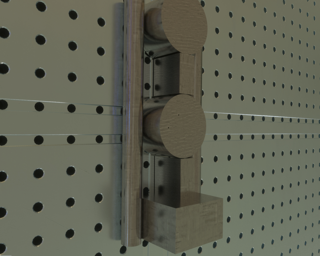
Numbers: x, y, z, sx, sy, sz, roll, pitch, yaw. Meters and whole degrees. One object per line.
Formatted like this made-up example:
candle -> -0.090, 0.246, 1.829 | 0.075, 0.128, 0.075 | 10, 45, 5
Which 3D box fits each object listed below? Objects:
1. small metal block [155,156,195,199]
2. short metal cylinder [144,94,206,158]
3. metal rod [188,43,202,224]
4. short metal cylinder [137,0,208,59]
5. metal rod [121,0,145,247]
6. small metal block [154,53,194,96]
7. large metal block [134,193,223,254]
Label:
small metal block -> 0.019, 0.063, 0.407 | 0.025, 0.050, 0.050 | 0, 90, -40
short metal cylinder -> 0.014, -0.002, 0.404 | 0.081, 0.050, 0.080 | 0, 90, -40
metal rod -> 0.048, -0.008, 0.448 | 0.025, 0.025, 0.298 | 1, 89, -40
short metal cylinder -> 0.016, -0.132, 0.405 | 0.081, 0.050, 0.080 | 0, 90, -40
metal rod -> -0.033, -0.009, 0.380 | 0.025, 0.025, 0.298 | 1, 89, -40
small metal block -> 0.018, -0.067, 0.406 | 0.025, 0.050, 0.050 | 1, 90, -40
large metal block -> 0.022, 0.112, 0.392 | 0.081, 0.080, 0.050 | 1, 90, -40
